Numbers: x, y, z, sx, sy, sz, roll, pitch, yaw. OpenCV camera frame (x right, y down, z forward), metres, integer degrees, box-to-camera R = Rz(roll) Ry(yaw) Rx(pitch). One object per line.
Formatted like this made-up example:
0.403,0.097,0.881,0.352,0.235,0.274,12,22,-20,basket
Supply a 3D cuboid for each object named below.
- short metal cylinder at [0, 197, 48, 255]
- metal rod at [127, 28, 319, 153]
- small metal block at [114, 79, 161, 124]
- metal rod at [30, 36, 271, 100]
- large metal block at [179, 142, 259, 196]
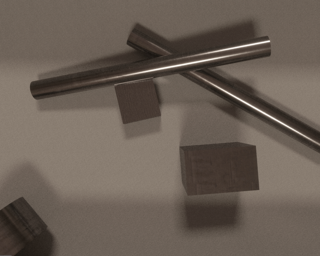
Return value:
-0.189,0.131,0.382,0.080,0.080,0.050,-39,90,0,short metal cylinder
0.093,-0.048,0.412,0.301,0.025,0.025,29,90,-1,metal rod
-0.029,-0.035,0.411,0.050,0.025,0.050,-13,90,-1,small metal block
-0.017,-0.074,0.391,0.301,0.025,0.025,-9,90,7,metal rod
0.069,0.047,0.385,0.081,0.080,0.050,-4,90,-1,large metal block
